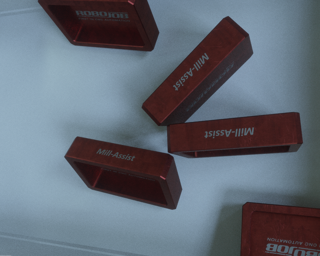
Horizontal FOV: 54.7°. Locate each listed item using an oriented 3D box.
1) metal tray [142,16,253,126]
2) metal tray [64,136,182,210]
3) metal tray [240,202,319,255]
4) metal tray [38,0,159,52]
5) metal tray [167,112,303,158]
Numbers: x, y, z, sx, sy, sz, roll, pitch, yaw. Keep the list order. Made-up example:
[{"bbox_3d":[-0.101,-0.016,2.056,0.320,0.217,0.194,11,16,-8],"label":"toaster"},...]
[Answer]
[{"bbox_3d":[0.047,-0.057,0.358,0.130,0.090,0.030,-45,76,14],"label":"metal tray"},{"bbox_3d":[-0.043,0.058,0.390,0.130,0.090,0.030,9,55,19],"label":"metal tray"},{"bbox_3d":[0.157,0.133,0.338,0.130,0.030,0.090,1,73,19],"label":"metal tray"},{"bbox_3d":[-0.075,-0.142,0.399,0.130,0.090,0.030,9,69,19],"label":"metal tray"},{"bbox_3d":[0.083,0.012,0.344,0.130,0.090,0.030,-6,79,19],"label":"metal tray"}]
